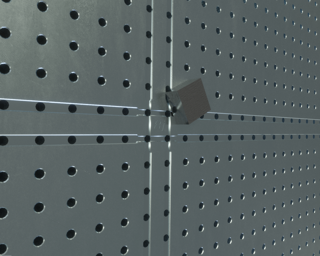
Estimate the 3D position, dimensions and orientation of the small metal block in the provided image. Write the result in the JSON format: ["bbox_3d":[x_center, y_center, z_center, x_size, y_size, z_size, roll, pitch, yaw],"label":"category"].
[{"bbox_3d":[0.041,-0.038,0.442,0.050,0.025,0.050,-32,110,-35],"label":"small metal block"}]
